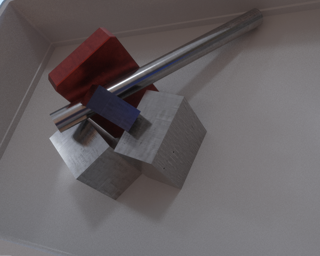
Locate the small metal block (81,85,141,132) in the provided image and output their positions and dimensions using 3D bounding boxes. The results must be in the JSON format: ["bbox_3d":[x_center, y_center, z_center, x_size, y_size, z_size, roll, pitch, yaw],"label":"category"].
[{"bbox_3d":[-0.055,-0.023,0.334,0.025,0.050,0.050,-59,21,-4],"label":"small metal block"}]

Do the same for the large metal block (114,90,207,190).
[{"bbox_3d":[0.005,0.014,0.357,0.050,0.080,0.080,14,69,33],"label":"large metal block"}]

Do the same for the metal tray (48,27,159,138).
[{"bbox_3d":[-0.064,-0.052,0.399,0.090,0.130,0.030,-43,50,0],"label":"metal tray"}]

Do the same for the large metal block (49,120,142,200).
[{"bbox_3d":[-0.079,0.035,0.389,0.050,0.080,0.080,-45,51,-3],"label":"large metal block"}]

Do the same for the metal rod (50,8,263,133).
[{"bbox_3d":[0.007,-0.079,0.390,0.302,0.025,0.025,-30,50,-14],"label":"metal rod"}]
